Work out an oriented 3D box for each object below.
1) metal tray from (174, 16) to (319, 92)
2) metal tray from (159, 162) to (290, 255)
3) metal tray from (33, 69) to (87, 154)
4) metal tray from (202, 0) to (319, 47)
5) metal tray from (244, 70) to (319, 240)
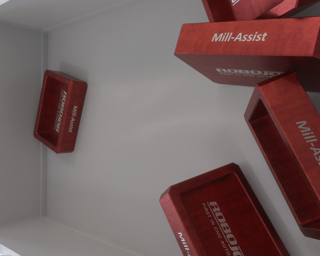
[{"bbox_3d":[0.090,-0.065,0.286,0.130,0.090,0.030,12,86,39],"label":"metal tray"},{"bbox_3d":[0.067,0.108,0.306,0.130,0.091,0.030,64,151,20],"label":"metal tray"},{"bbox_3d":[-0.180,-0.030,0.552,0.090,0.030,0.129,25,105,37],"label":"metal tray"},{"bbox_3d":[0.078,-0.131,0.276,0.090,0.030,0.130,68,167,-5],"label":"metal tray"},{"bbox_3d":[0.119,0.027,0.265,0.030,0.090,0.130,-23,73,2],"label":"metal tray"}]
